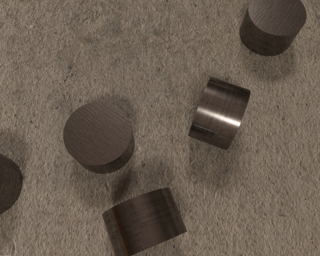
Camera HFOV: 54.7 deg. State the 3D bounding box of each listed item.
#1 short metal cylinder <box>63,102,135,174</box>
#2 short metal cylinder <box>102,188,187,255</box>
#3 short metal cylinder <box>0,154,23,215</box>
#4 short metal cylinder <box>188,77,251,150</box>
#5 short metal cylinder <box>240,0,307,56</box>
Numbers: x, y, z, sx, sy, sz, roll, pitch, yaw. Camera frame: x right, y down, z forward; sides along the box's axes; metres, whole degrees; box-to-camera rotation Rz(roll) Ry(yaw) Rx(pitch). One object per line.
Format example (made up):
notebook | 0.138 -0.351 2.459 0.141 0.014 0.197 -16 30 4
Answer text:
short metal cylinder | -0.074 0.013 0.389 0.081 0.050 0.080 0 70 0
short metal cylinder | -0.017 0.105 0.340 0.080 0.080 0.050 -20 72 -8
short metal cylinder | -0.215 0.065 0.369 0.081 0.050 0.080 0 70 0
short metal cylinder | 0.073 -0.018 0.387 0.050 0.080 0.080 21 71 7
short metal cylinder | 0.163 -0.153 0.453 0.081 0.050 0.080 0 70 0
